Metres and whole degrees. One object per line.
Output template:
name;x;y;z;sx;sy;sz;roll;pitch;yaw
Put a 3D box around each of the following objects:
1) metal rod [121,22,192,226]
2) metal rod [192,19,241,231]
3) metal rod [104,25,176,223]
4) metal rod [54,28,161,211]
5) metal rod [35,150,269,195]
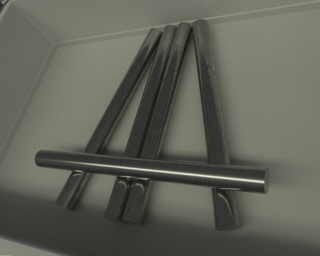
metal rod;0.003;-0.023;0.417;0.025;0.025;0.300;1;62;29
metal rod;0.064;-0.027;0.387;0.025;0.025;0.299;-15;56;20
metal rod;-0.018;-0.023;0.428;0.025;0.025;0.300;1;62;29
metal rod;-0.066;-0.025;0.454;0.025;0.025;0.300;13;68;33
metal rod;-0.032;0.046;0.360;0.300;0.025;0.025;1;63;29
